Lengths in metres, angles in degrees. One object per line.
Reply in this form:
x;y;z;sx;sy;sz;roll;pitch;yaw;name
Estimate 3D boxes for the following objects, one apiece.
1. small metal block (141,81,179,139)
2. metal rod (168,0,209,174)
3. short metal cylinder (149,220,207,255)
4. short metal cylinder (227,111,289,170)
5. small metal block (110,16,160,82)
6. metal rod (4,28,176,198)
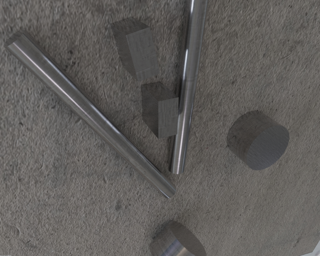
-0.001;-0.023;0.376;0.025;0.050;0.050;-14;124;-21;small metal block
0.035;-0.069;0.383;0.025;0.025;0.298;-10;123;-24;metal rod
0.030;0.201;0.512;0.050;0.080;0.080;-50;129;7;short metal cylinder
0.153;0.019;0.486;0.081;0.050;0.079;-14;124;-21;short metal cylinder
-0.026;-0.083;0.325;0.025;0.050;0.050;-24;127;-14;small metal block
-0.059;0.007;0.378;0.025;0.025;0.300;-40;130;-1;metal rod
